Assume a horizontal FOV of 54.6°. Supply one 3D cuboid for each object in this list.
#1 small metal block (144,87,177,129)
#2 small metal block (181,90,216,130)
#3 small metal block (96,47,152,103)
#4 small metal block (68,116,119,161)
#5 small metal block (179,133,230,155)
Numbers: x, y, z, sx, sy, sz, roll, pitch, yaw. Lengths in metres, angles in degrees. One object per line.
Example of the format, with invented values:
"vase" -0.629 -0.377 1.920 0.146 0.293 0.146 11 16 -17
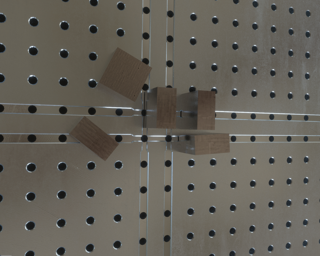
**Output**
"small metal block" 0.000 -0.024 0.399 0.025 0.050 0.050 1 90 -20
"small metal block" 0.051 -0.023 0.418 0.025 0.050 0.050 1 90 -20
"small metal block" -0.046 -0.066 0.395 0.050 0.025 0.050 29 81 -18
"small metal block" -0.081 0.012 0.369 0.050 0.050 0.025 41 77 -16
"small metal block" 0.059 0.021 0.421 0.050 0.050 0.025 -3 91 -20
